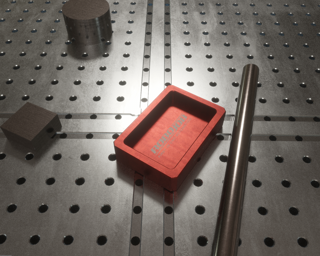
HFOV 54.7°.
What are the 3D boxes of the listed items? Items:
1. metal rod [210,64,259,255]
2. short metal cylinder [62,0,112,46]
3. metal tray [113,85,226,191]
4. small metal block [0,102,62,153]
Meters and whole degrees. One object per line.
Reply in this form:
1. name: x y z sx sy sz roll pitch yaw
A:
1. metal rod: 0.102 0.020 0.392 0.025 0.025 0.300 13 51 10
2. short metal cylinder: -0.128 -0.191 0.551 0.081 0.050 0.080 0 50 0
3. metal tray: 0.015 0.006 0.398 0.090 0.030 0.131 27 55 21
4. small metal block: -0.168 -0.002 0.407 0.050 0.025 0.050 21 53 16
